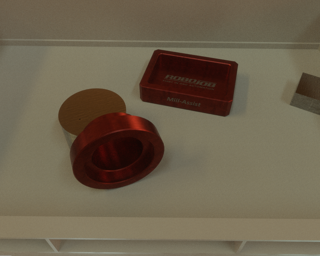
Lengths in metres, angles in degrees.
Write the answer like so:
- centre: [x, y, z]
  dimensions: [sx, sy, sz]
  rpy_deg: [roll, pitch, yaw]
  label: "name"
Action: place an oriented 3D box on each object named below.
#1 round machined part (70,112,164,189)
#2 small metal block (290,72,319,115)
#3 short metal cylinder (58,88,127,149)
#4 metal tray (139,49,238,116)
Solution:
- centre: [-0.048, 0.021, 0.340]
  dimensions: [0.099, 0.097, 0.042]
  rpy_deg: [-15, 50, -13]
  label: "round machined part"
- centre: [0.223, -0.049, 0.449]
  dimensions: [0.050, 0.025, 0.050]
  rpy_deg: [22, 53, 17]
  label: "small metal block"
- centre: [-0.081, -0.005, 0.392]
  dimensions: [0.081, 0.050, 0.080]
  rpy_deg: [0, 50, 0]
  label: "short metal cylinder"
- centre: [0.044, -0.070, 0.460]
  dimensions: [0.131, 0.030, 0.090]
  rpy_deg: [11, 51, 9]
  label: "metal tray"
